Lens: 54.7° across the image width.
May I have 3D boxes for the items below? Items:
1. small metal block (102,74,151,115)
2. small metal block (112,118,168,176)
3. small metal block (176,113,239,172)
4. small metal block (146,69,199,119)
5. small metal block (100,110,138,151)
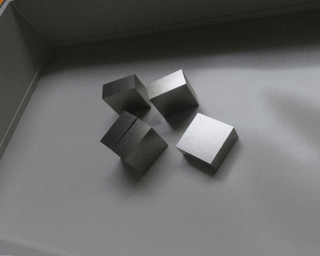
[{"bbox_3d":[-0.046,-0.045,0.440,0.050,0.050,0.025,-16,56,19],"label":"small metal block"},{"bbox_3d":[-0.023,0.024,0.386,0.025,0.050,0.050,33,80,37],"label":"small metal block"},{"bbox_3d":[0.056,0.016,0.366,0.050,0.025,0.050,26,75,36],"label":"small metal block"},{"bbox_3d":[0.017,-0.043,0.406,0.050,0.050,0.025,-22,54,14],"label":"small metal block"},{"bbox_3d":[-0.041,0.013,0.402,0.025,0.050,0.050,29,77,37],"label":"small metal block"}]
